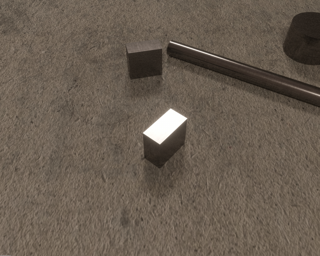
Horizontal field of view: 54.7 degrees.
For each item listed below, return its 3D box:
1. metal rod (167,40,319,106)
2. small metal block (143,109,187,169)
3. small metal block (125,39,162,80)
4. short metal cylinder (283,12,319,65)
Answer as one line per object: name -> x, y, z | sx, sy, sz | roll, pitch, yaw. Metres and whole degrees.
metal rod -> 0.149, -0.078, 0.470 | 0.301, 0.025, 0.025 | 23, 54, 18
small metal block -> 0.006, 0.013, 0.376 | 0.025, 0.050, 0.050 | 33, 57, 24
small metal block -> -0.024, -0.105, 0.475 | 0.050, 0.050, 0.025 | -10, 51, -9
short metal cylinder -> 0.254, -0.150, 0.516 | 0.081, 0.050, 0.080 | 0, 50, 0
